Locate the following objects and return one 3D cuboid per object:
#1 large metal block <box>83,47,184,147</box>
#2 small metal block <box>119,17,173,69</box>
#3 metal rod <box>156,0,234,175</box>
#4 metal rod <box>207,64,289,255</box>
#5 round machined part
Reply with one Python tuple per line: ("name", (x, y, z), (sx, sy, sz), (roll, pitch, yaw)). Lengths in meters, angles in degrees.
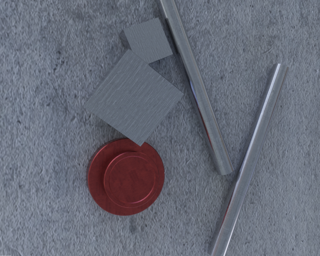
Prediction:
("large metal block", (-0.032, -0.039, 0.371), (0.080, 0.050, 0.080), (37, 99, -17))
("small metal block", (-0.018, -0.109, 0.403), (0.050, 0.025, 0.050), (-26, 99, -19))
("metal rod", (0.043, -0.076, 0.425), (0.025, 0.025, 0.298), (-23, 98, -19))
("metal rod", (0.133, 0.044, 0.459), (0.025, 0.025, 0.299), (24, 82, -19))
("round machined part", (-0.039, 0.061, 0.386), (0.099, 0.042, 0.097), (0, 90, -21))
